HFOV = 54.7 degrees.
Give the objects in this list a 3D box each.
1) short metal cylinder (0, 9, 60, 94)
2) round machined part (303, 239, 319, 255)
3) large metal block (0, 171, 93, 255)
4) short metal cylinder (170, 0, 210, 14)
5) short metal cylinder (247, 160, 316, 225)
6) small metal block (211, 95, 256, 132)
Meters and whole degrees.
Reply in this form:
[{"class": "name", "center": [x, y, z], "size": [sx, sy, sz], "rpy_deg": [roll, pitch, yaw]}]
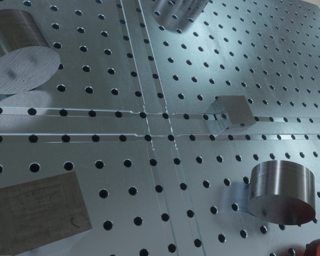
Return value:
[{"class": "short metal cylinder", "center": [-0.158, -0.081, 0.337], "size": [0.081, 0.080, 0.050], "rpy_deg": [-23, 75, -36]}, {"class": "round machined part", "center": [0.221, 0.194, 0.398], "size": [0.099, 0.042, 0.098], "rpy_deg": [14, 56, -21]}, {"class": "large metal block", "center": [-0.112, 0.083, 0.262], "size": [0.081, 0.080, 0.050], "rpy_deg": [-10, 67, -33]}, {"class": "short metal cylinder", "center": [0.060, -0.263, 0.585], "size": [0.081, 0.050, 0.080], "rpy_deg": [14, 56, -21]}, {"class": "short metal cylinder", "center": [0.159, 0.086, 0.406], "size": [0.080, 0.080, 0.050], "rpy_deg": [28, 52, -11]}, {"class": "small metal block", "center": [0.115, -0.023, 0.484], "size": [0.050, 0.025, 0.050], "rpy_deg": [-4, 64, -30]}]
